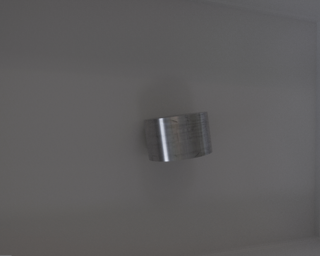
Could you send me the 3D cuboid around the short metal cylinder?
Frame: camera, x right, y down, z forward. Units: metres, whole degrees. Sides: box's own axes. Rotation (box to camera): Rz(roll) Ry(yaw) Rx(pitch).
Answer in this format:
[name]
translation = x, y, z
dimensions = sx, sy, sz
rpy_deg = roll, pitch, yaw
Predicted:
[short metal cylinder]
translation = 0.023, 0.009, 0.389
dimensions = 0.081, 0.080, 0.050
rpy_deg = -9, 93, -20
